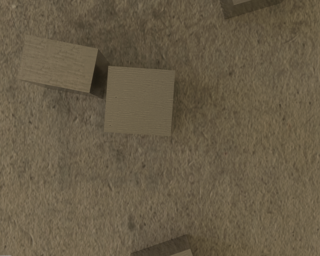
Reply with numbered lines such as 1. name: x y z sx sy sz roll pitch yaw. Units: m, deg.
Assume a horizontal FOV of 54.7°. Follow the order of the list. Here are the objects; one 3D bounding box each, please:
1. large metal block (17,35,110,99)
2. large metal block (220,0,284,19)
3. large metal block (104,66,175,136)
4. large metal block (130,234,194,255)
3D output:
1. large metal block: -0.113 -0.071 0.381 0.080 0.080 0.050 11 90 -1
2. large metal block: 0.116 -0.198 0.399 0.080 0.050 0.080 -17 90 -1
3. large metal block: -0.025 -0.032 0.397 0.081 0.050 0.079 4 90 -1
4. large metal block: 0.011 0.196 0.398 0.080 0.050 0.080 -19 90 -1
